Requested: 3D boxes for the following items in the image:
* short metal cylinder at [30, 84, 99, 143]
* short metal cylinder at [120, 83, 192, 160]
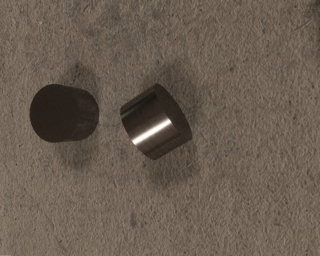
[{"bbox_3d":[-0.135,-0.020,0.442,0.080,0.050,0.079,0,90,19],"label":"short metal cylinder"},{"bbox_3d":[-0.003,-0.008,0.380,0.050,0.080,0.080,-32,80,17],"label":"short metal cylinder"}]
